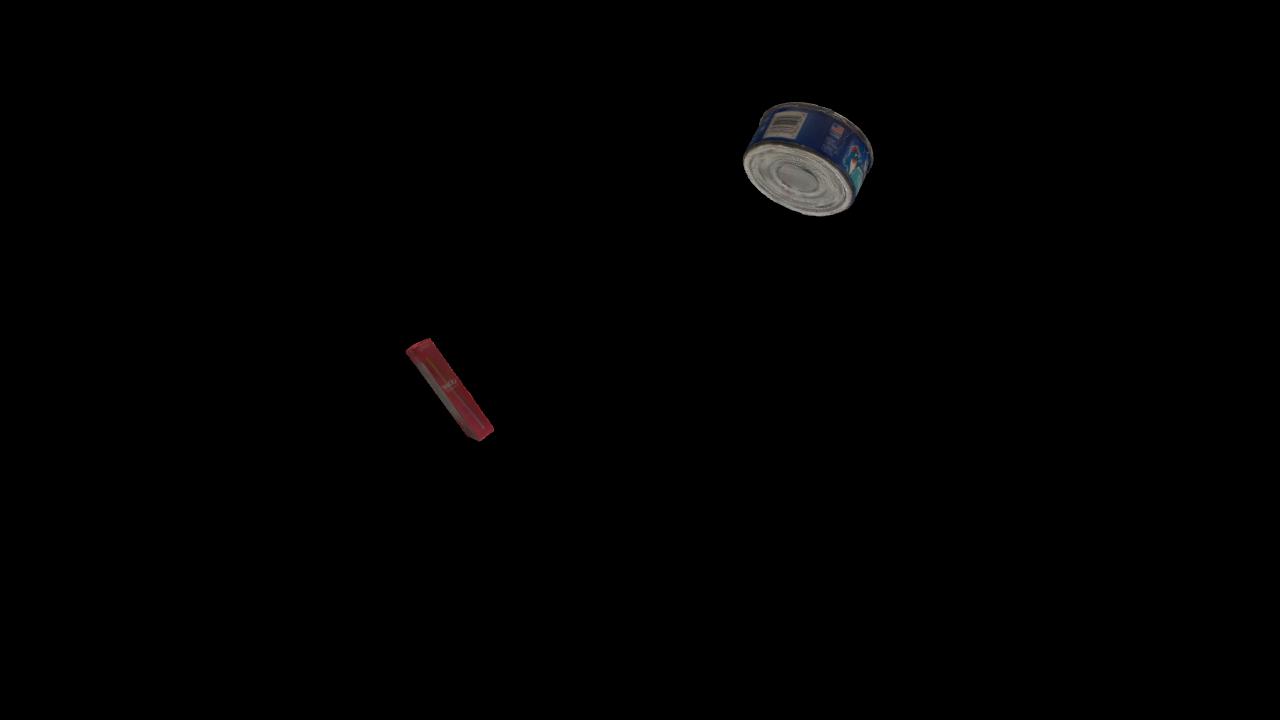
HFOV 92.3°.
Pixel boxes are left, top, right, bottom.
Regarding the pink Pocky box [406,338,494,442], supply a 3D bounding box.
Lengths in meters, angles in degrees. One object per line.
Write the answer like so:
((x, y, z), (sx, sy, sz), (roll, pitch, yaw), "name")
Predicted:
((-0.264, 0.041, 0.853), (0.029, 0.155, 0.084), (-38, 15, -23), "pink Pocky box")

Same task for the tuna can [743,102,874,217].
((0.115, -0.137, 0.429), (0.084, 0.034, 0.084), (26, -9, 5), "tuna can")
